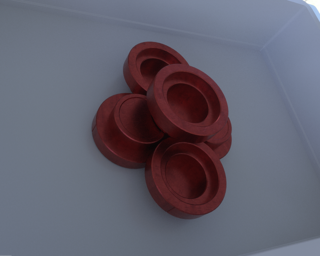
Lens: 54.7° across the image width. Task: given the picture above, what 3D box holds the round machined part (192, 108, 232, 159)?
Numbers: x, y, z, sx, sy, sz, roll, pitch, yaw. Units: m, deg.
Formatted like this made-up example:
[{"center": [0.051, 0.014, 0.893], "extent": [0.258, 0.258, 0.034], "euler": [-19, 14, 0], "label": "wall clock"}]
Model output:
[{"center": [0.059, 0.000, 0.425], "extent": [0.099, 0.042, 0.098], "euler": [14, 56, -21], "label": "round machined part"}]

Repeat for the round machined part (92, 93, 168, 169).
[{"center": [-0.030, -0.003, 0.380], "extent": [0.099, 0.042, 0.098], "euler": [14, 56, -21], "label": "round machined part"}]

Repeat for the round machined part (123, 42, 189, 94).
[{"center": [-0.005, -0.069, 0.433], "extent": [0.099, 0.042, 0.098], "euler": [14, 56, -21], "label": "round machined part"}]

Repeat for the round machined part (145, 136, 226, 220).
[{"center": [0.027, 0.061, 0.371], "extent": [0.099, 0.042, 0.098], "euler": [14, 56, -21], "label": "round machined part"}]

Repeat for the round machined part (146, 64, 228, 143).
[{"center": [0.029, -0.025, 0.371], "extent": [0.099, 0.042, 0.098], "euler": [14, 56, -21], "label": "round machined part"}]
